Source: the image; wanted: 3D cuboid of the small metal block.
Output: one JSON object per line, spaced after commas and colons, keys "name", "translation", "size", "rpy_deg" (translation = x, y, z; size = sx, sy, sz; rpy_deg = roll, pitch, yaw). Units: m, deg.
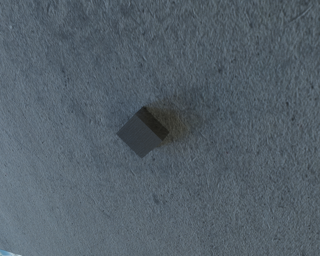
{"name": "small metal block", "translation": [-0.024, 0.007, 0.423], "size": [0.050, 0.025, 0.050], "rpy_deg": [45, 129, -4]}
